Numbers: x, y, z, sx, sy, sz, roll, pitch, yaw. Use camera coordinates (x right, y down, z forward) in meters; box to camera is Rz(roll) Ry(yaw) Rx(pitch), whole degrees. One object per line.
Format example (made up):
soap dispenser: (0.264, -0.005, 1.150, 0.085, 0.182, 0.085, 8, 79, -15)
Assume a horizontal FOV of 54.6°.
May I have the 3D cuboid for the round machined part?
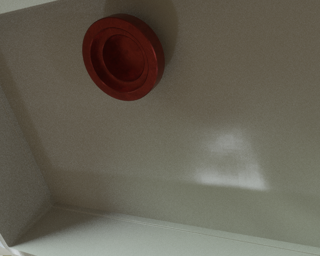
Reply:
round machined part: (-0.039, -0.085, 0.366, 0.098, 0.042, 0.097, 13, 124, 21)
